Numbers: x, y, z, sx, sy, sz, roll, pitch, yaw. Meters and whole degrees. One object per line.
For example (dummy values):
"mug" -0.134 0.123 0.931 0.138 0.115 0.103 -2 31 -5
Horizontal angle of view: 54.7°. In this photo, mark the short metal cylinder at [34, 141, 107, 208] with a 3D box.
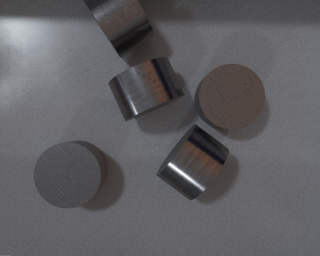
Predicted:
"short metal cylinder" -0.112 0.057 0.398 0.081 0.050 0.079 0 90 -1

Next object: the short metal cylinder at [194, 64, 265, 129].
"short metal cylinder" 0.087 -0.038 0.400 0.081 0.050 0.079 0 90 -1

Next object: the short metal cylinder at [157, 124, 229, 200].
"short metal cylinder" 0.040 0.042 0.385 0.050 0.080 0.080 37 90 -1

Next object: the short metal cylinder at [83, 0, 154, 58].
"short metal cylinder" -0.050 -0.135 0.383 0.050 0.080 0.080 -33 90 0

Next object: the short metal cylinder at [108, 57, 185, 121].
"short metal cylinder" -0.016 -0.047 0.384 0.080 0.080 0.050 -24 90 0
